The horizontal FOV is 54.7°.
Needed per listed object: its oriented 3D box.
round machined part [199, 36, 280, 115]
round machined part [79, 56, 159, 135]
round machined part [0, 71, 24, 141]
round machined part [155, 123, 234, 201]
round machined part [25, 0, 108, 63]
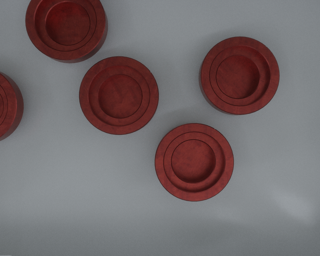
[{"bbox_3d":[0.100,-0.065,0.404,0.099,0.042,0.097,0,90,-1],"label":"round machined part"},{"bbox_3d":[-0.051,-0.040,0.402,0.099,0.042,0.097,0,90,-1],"label":"round machined part"},{"bbox_3d":[-0.225,-0.028,0.400,0.099,0.042,0.097,0,90,-1],"label":"round machined part"},{"bbox_3d":[0.043,0.042,0.404,0.099,0.042,0.097,0,90,-1],"label":"round machined part"},{"bbox_3d":[-0.116,-0.132,0.401,0.099,0.042,0.097,0,90,-1],"label":"round machined part"}]
